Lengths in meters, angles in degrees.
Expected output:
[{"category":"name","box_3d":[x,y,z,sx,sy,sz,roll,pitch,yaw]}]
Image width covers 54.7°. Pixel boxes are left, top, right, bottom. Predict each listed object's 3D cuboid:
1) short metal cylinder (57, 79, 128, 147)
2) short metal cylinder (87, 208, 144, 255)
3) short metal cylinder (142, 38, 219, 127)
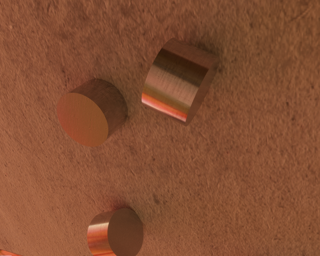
[{"category":"short metal cylinder","box_3d":[-0.092,-0.021,0.424,0.080,0.050,0.079,13,124,20]},{"category":"short metal cylinder","box_3d":[-0.073,0.179,0.518,0.050,0.080,0.080,-22,107,36]},{"category":"short metal cylinder","box_3d":[0.023,-0.048,0.329,0.050,0.080,0.079,27,128,11]}]
